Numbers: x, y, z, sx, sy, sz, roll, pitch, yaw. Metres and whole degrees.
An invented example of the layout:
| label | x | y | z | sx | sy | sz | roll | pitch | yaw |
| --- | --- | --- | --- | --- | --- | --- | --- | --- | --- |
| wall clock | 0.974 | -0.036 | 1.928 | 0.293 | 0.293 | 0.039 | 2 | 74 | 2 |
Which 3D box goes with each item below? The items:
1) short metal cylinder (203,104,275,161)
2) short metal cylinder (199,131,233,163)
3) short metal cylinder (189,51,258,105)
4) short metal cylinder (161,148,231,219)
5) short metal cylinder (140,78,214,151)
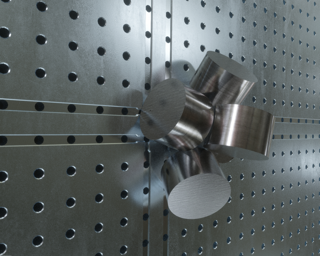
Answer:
| label | x | y | z | sx | sy | sz | roll | pitch | yaw |
| --- | --- | --- | --- | --- | --- | --- | --- | --- | --- |
| short metal cylinder | 0.099 | 0.007 | 0.390 | 0.080 | 0.080 | 0.050 | 22 | 76 | -38 |
| short metal cylinder | 0.074 | 0.010 | 0.453 | 0.081 | 0.050 | 0.080 | 1 | 88 | -39 |
| short metal cylinder | 0.089 | -0.066 | 0.438 | 0.081 | 0.080 | 0.050 | 3 | 128 | -40 |
| short metal cylinder | 0.045 | 0.072 | 0.403 | 0.081 | 0.050 | 0.079 | -6 | 125 | -8 |
| short metal cylinder | 0.020 | -0.016 | 0.389 | 0.050 | 0.080 | 0.080 | 24 | 75 | -38 |
